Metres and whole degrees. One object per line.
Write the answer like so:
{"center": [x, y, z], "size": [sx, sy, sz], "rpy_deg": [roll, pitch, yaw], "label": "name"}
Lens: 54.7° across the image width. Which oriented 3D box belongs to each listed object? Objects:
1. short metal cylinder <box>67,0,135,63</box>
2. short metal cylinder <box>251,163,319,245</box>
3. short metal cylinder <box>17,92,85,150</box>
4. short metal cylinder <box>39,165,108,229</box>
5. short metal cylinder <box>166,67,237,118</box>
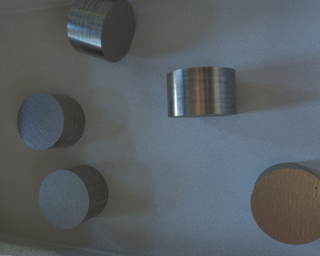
{"center": [-0.075, -0.132, 0.408], "size": [0.050, 0.080, 0.080], "rpy_deg": [20, 97, 19], "label": "short metal cylinder"}
{"center": [0.145, 0.081, 0.346], "size": [0.080, 0.050, 0.080], "rpy_deg": [0, 90, 20], "label": "short metal cylinder"}
{"center": [-0.158, -0.010, 0.453], "size": [0.080, 0.050, 0.080], "rpy_deg": [0, 90, 20], "label": "short metal cylinder"}
{"center": [-0.122, 0.096, 0.440], "size": [0.080, 0.050, 0.080], "rpy_deg": [0, 90, 20], "label": "short metal cylinder"}
{"center": [0.049, -0.039, 0.364], "size": [0.080, 0.080, 0.050], "rpy_deg": [-2, 89, 20], "label": "short metal cylinder"}
